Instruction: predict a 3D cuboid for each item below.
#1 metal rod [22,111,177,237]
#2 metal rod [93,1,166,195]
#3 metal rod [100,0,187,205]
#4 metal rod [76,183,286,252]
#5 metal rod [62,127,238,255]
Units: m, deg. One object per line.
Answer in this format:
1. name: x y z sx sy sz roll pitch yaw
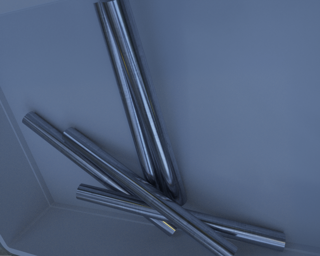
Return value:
1. metal rod: -0.098 0.071 0.497 0.300 0.025 0.025 36 129 6
2. metal rod: -0.032 -0.014 0.416 0.025 0.025 0.298 1 119 28
3. metal rod: -0.007 -0.005 0.369 0.025 0.025 0.299 5 133 26
4. metal rod: 0.021 0.126 0.448 0.301 0.025 0.025 11 124 12
5. metal rod: -0.027 0.086 0.443 0.300 0.025 0.025 33 129 19
